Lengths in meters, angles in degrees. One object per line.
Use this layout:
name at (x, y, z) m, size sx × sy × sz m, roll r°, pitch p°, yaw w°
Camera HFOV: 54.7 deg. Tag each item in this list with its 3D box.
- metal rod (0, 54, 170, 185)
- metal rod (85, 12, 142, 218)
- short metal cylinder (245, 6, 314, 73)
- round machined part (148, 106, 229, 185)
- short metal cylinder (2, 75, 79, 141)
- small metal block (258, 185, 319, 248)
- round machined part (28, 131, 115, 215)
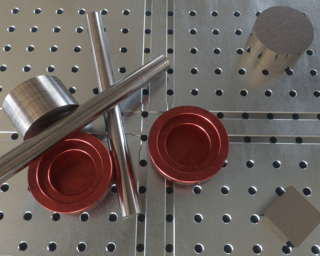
metal rod at (-0.099, -0.010, 0.373) m, size 0.025 × 0.025 × 0.302 m, roll 44°, pitch 62°, yaw 14°
metal rod at (-0.068, -0.032, 0.422) m, size 0.025 × 0.025 × 0.299 m, roll -12°, pitch 70°, yaw -5°
short metal cylinder at (0.170, -0.126, 0.445) m, size 0.081 × 0.050 × 0.080 m, roll 0°, pitch 70°, yaw 0°
round machined part at (0.035, 0.024, 0.394) m, size 0.099 × 0.042 × 0.098 m, roll 0°, pitch 70°, yaw 0°
short metal cylinder at (-0.145, -0.020, 0.389) m, size 0.080 × 0.080 × 0.050 m, roll -37°, pitch 74°, yaw -12°
small metal block at (0.157, 0.107, 0.374) m, size 0.050 × 0.025 × 0.050 m, roll -40°, pitch 75°, yaw -13°
round machined part at (-0.105, 0.057, 0.381) m, size 0.099 × 0.042 × 0.098 m, roll 0°, pitch 70°, yaw 0°
